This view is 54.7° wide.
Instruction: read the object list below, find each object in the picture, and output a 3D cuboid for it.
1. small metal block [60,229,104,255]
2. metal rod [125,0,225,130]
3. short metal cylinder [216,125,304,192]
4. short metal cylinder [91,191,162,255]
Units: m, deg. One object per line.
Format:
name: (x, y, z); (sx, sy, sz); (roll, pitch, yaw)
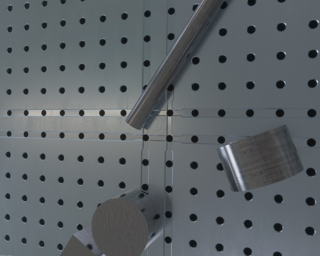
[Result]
small metal block: (-0.114, 0.187, 0.453); (0.050, 0.025, 0.050); (35, 101, 16)
metal rod: (0.044, -0.126, 0.396); (0.025, 0.025, 0.299); (37, 101, 16)
short metal cylinder: (0.109, 0.033, 0.345); (0.080, 0.080, 0.050); (-21, 83, 18)
short metal cylinder: (-0.043, 0.128, 0.414); (0.080, 0.050, 0.079); (0, 90, 20)
